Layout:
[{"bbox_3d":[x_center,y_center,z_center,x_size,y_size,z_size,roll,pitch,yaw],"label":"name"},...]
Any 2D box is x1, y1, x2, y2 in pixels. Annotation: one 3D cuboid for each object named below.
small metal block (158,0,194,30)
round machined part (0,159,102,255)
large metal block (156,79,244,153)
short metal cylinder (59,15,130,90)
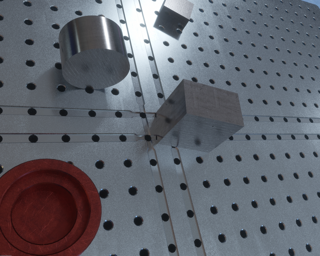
[{"bbox_3d":[0.029,-0.210,0.552,0.050,0.025,0.050,25,53,-13],"label":"small metal block"},{"bbox_3d":[-0.108,0.081,0.289,0.099,0.042,0.098,14,56,-21],"label":"round machined part"},{"bbox_3d":[0.049,-0.012,0.406,0.081,0.080,0.050,11,57,-22],"label":"large metal block"},{"bbox_3d":[-0.082,-0.091,0.384,0.081,0.080,0.050,0,62,-28],"label":"short metal cylinder"}]
